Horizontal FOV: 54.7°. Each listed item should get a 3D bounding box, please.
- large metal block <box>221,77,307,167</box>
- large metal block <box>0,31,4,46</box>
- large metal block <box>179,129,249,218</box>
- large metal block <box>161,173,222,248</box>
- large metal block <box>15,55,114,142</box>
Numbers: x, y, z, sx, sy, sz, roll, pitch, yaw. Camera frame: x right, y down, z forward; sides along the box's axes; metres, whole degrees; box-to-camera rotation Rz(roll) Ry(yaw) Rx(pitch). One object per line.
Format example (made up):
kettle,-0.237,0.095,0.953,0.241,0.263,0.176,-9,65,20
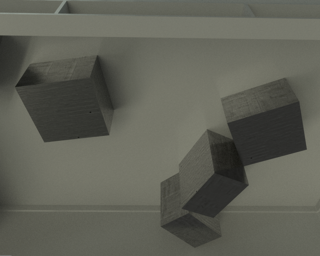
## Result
large metal block,0.130,-0.005,0.389,0.080,0.050,0.080,-18,128,14
large metal block,-0.224,-0.076,0.326,0.080,0.050,0.080,22,127,-18
large metal block,0.069,0.063,0.427,0.050,0.080,0.080,21,127,-17
large metal block,0.046,0.124,0.479,0.050,0.080,0.080,-34,123,25
large metal block,-0.106,-0.033,0.363,0.080,0.050,0.080,-7,130,5
